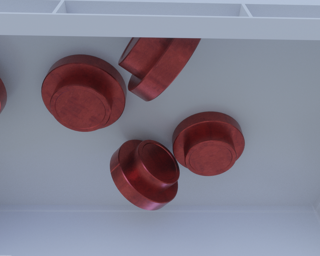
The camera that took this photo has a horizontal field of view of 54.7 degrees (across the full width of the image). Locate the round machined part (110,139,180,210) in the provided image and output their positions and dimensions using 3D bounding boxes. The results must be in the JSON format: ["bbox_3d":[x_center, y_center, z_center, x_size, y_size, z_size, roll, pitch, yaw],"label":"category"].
[{"bbox_3d":[-0.013,0.054,0.407,0.098,0.098,0.042,31,123,-24],"label":"round machined part"}]

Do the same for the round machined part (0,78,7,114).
[{"bbox_3d":[-0.226,-0.048,0.354,0.099,0.042,0.097,-1,130,0],"label":"round machined part"}]

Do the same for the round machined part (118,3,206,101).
[{"bbox_3d":[-0.004,-0.077,0.296,0.042,0.098,0.098,33,123,-18],"label":"round machined part"}]

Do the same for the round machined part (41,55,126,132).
[{"bbox_3d":[-0.091,-0.034,0.368,0.099,0.042,0.097,-1,130,0],"label":"round machined part"}]

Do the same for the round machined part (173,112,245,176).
[{"bbox_3d":[0.067,0.028,0.423,0.099,0.042,0.097,-1,130,0],"label":"round machined part"}]
